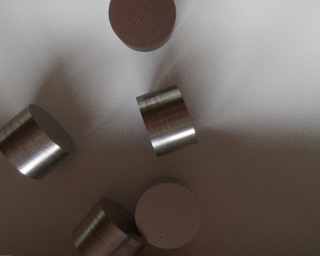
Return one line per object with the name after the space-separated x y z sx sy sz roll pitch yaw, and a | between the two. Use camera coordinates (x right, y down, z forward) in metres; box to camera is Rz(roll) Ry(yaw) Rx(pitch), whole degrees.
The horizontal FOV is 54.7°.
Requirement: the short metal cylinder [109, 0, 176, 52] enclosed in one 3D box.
-0.021 -0.140 0.394 0.081 0.050 0.079 0 98 0 | short metal cylinder

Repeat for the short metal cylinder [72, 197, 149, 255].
-0.060 0.132 0.383 0.080 0.080 0.050 40 90 -1 | short metal cylinder

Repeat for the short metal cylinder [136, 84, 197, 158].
0.008 -0.009 0.384 0.050 0.080 0.080 -20 90 0 | short metal cylinder

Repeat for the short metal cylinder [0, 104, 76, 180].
-0.151 0.017 0.382 0.050 0.080 0.080 -39 91 0 | short metal cylinder

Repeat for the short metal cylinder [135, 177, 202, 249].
0.010 0.106 0.399 0.081 0.050 0.079 0 90 -1 | short metal cylinder
